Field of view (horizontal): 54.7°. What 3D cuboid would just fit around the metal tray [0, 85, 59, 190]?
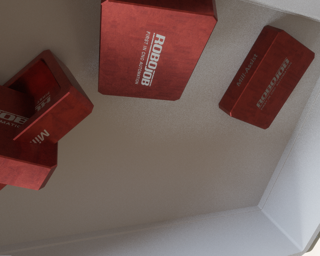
[{"bbox_3d":[-0.154,-0.004,0.256,0.131,0.090,0.030,20,121,-30],"label":"metal tray"}]

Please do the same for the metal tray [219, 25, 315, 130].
[{"bbox_3d":[0.154,-0.068,0.447,0.091,0.030,0.129,17,110,-35],"label":"metal tray"}]

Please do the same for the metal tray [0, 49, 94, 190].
[{"bbox_3d":[-0.133,-0.006,0.287,0.130,0.090,0.030,-41,137,-1],"label":"metal tray"}]

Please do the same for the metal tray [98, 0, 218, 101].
[{"bbox_3d":[-0.011,-0.074,0.294,0.091,0.030,0.129,4,154,-11],"label":"metal tray"}]
